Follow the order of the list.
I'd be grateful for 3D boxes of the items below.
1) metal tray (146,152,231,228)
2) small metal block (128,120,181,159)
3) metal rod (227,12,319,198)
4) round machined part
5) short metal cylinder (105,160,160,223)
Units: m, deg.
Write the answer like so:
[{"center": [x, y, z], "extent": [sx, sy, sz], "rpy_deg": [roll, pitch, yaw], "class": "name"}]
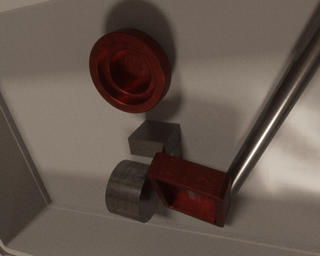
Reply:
[{"center": [0.041, 0.082, 0.394], "extent": [0.090, 0.030, 0.130], "rpy_deg": [16, 154, 20], "class": "metal tray"}, {"center": [-0.006, 0.014, 0.403], "extent": [0.050, 0.050, 0.025], "rpy_deg": [7, 121, 24], "class": "small metal block"}, {"center": [0.128, -0.030, 0.322], "extent": [0.025, 0.025, 0.298], "rpy_deg": [27, 128, 11], "class": "metal rod"}, {"center": [-0.031, -0.070, 0.369], "extent": [0.098, 0.042, 0.097], "rpy_deg": [13, 124, 20], "class": "round machined part"}, {"center": [-0.035, 0.090, 0.445], "extent": [0.050, 0.080, 0.079], "rpy_deg": [10, 123, 22], "class": "short metal cylinder"}]
